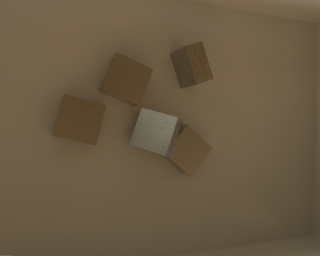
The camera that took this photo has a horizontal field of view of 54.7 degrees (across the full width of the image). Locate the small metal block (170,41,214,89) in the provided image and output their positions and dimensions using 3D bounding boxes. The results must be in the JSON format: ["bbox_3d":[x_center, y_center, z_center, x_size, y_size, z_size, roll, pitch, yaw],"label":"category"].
[{"bbox_3d":[0.041,-0.083,0.414,0.025,0.050,0.050,-21,97,-19],"label":"small metal block"}]

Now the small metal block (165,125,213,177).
[{"bbox_3d":[0.035,0.030,0.425,0.050,0.025,0.050,43,76,-15],"label":"small metal block"}]

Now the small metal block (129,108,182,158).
[{"bbox_3d":[-0.005,0.006,0.396,0.050,0.025,0.050,16,83,18],"label":"small metal block"}]

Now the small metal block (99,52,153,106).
[{"bbox_3d":[-0.043,-0.061,0.395,0.050,0.025,0.050,22,83,-19],"label":"small metal block"}]

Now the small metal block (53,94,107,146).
[{"bbox_3d":[-0.098,-0.009,0.375,0.050,0.025,0.050,15,85,-20],"label":"small metal block"}]
